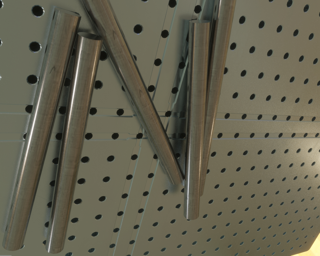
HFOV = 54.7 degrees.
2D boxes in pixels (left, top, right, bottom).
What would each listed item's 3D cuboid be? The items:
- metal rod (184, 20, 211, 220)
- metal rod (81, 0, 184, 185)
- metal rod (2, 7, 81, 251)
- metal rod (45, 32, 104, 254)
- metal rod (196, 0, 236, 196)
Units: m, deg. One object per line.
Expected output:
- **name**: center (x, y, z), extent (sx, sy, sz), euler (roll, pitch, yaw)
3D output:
- **metal rod**: center (0.049, 0.007, 0.430), extent (0.025, 0.025, 0.298), euler (-13, 120, -22)
- **metal rod**: center (-0.021, -0.030, 0.382), extent (0.025, 0.025, 0.299), euler (-31, 129, -9)
- **metal rod**: center (-0.139, 0.019, 0.347), extent (0.025, 0.025, 0.298), euler (8, 115, -32)
- **metal rod**: center (-0.108, 0.038, 0.370), extent (0.025, 0.025, 0.298), euler (1, 120, -30)
- **metal rod**: center (0.068, -0.023, 0.436), extent (0.025, 0.025, 0.298), euler (-11, 123, -23)
